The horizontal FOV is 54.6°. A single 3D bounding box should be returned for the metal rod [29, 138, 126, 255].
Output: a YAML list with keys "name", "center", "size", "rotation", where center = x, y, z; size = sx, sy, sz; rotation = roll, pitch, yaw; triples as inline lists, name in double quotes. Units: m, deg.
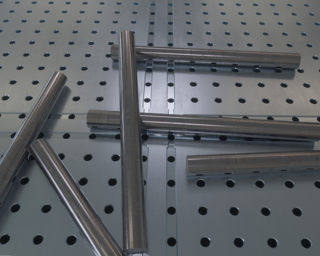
- name: "metal rod"
  center: [-0.060, 0.114, 0.311]
  size: [0.025, 0.025, 0.300]
  rotation: [-30, 56, -23]

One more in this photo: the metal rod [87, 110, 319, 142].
- name: "metal rod"
  center: [0.055, -0.004, 0.410]
  size: [0.301, 0.025, 0.025]
  rotation: [3, 50, 3]

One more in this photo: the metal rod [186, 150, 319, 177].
- name: "metal rod"
  center: [0.183, 0.039, 0.375]
  size: [0.302, 0.025, 0.025]
  rotation: [-2, 50, -2]

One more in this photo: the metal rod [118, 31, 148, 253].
- name: "metal rod"
  center: [-0.037, -0.007, 0.383]
  size: [0.025, 0.025, 0.299]
  rotation: [-4, 59, -3]

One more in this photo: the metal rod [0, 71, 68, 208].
- name: "metal rod"
  center: [-0.177, 0.037, 0.375]
  size: [0.025, 0.025, 0.300]
  rotation: [7, 50, 6]

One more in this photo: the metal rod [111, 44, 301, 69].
- name: "metal rod"
  center: [0.071, -0.116, 0.505]
  size: [0.301, 0.025, 0.025]
  rotation: [3, 50, 3]
